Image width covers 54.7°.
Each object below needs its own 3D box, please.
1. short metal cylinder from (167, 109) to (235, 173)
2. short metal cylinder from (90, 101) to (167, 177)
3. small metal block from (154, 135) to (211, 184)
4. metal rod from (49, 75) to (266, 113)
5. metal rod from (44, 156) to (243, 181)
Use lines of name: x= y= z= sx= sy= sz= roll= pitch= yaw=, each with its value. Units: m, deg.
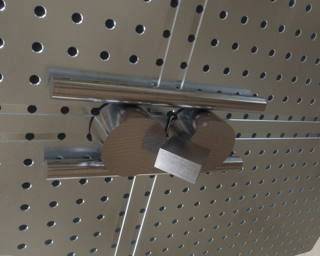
short metal cylinder: x=0.057 y=0.015 z=0.431 sx=0.081 sy=0.050 sz=0.079 roll=-14 pitch=124 yaw=-21
short metal cylinder: x=-0.039 y=0.012 z=0.377 sx=0.081 sy=0.050 sz=0.079 roll=-14 pitch=124 yaw=-21
small metal block: x=0.028 y=0.036 z=0.368 sx=0.050 sy=0.050 sz=0.025 roll=-40 pitch=149 yaw=-64
metal rod: x=0.019 y=-0.038 z=0.394 sx=0.303 sy=0.025 sz=0.025 roll=2 pitch=118 yaw=-29
metal rod: x=-0.003 y=0.054 z=0.439 sx=0.303 sy=0.025 sz=0.025 roll=2 pitch=118 yaw=-30
